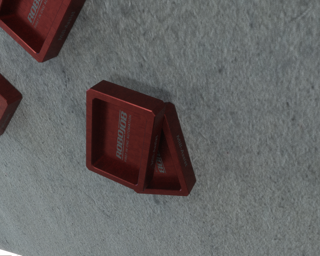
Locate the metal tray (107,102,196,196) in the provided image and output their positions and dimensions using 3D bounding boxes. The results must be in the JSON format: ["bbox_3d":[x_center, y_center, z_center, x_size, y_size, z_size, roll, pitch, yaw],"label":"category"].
[{"bbox_3d":[-0.010,0.032,0.427,0.090,0.030,0.129,-4,117,29],"label":"metal tray"}]

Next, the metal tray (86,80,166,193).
[{"bbox_3d":[-0.048,0.013,0.395,0.090,0.030,0.129,21,126,15],"label":"metal tray"}]

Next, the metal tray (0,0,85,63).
[{"bbox_3d":[-0.149,-0.157,0.382,0.090,0.030,0.129,44,129,-3],"label":"metal tray"}]

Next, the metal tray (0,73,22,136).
[{"bbox_3d":[-0.298,-0.044,0.529,0.090,0.030,0.129,45,129,-4],"label":"metal tray"}]
